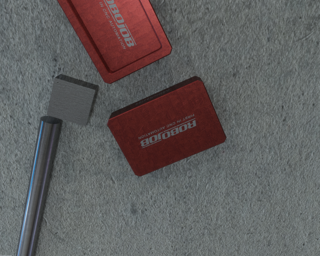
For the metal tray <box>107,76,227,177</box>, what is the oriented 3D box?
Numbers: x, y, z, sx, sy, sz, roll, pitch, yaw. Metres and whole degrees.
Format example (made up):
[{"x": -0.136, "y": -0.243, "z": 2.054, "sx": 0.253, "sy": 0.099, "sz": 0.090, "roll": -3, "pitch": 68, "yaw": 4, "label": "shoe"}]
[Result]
[{"x": 0.009, "y": -0.001, "z": 0.407, "sx": 0.130, "sy": 0.030, "sz": 0.090, "roll": -23, "pitch": 109, "yaw": 8, "label": "metal tray"}]

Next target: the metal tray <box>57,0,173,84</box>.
[{"x": -0.053, "y": -0.128, "z": 0.358, "sx": 0.090, "sy": 0.030, "sz": 0.130, "roll": -25, "pitch": 109, "yaw": 8, "label": "metal tray"}]

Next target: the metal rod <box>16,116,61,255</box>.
[{"x": -0.186, "y": 0.123, "z": 0.452, "sx": 0.025, "sy": 0.025, "sz": 0.298, "roll": 16, "pitch": 109, "yaw": -6, "label": "metal rod"}]

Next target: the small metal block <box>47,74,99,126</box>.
[{"x": -0.111, "y": -0.036, "z": 0.395, "sx": 0.050, "sy": 0.025, "sz": 0.050, "roll": 17, "pitch": 109, "yaw": -7, "label": "small metal block"}]
